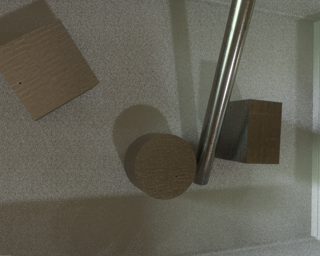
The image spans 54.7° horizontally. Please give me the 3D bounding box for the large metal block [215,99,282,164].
[{"bbox_3d":[0.118,0.005,0.426,0.050,0.080,0.079,4,89,-20],"label":"large metal block"}]

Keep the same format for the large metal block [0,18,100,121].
[{"bbox_3d":[-0.128,-0.063,0.350,0.080,0.050,0.080,-34,102,-17],"label":"large metal block"}]

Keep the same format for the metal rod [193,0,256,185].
[{"bbox_3d":[0.078,-0.061,0.374,0.025,0.025,0.298,0,116,-20],"label":"metal rod"}]

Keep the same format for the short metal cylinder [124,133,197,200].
[{"bbox_3d":[-0.001,0.047,0.398,0.081,0.050,0.079,0,90,-21],"label":"short metal cylinder"}]
